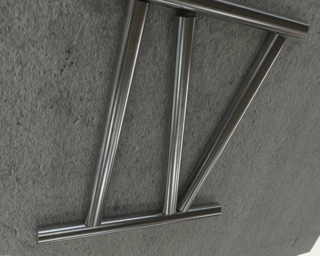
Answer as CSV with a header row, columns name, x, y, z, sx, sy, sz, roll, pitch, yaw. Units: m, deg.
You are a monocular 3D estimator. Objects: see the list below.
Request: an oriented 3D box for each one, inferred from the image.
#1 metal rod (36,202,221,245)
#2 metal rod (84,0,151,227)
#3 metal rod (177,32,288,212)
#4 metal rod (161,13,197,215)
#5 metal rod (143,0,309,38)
name,x,y,z,sx,sy,sz,roll,pitch,yaw
metal rod,-0.030,0.143,0.481,0.303,0.025,0.025,1,118,-29
metal rod,-0.058,0.000,0.377,0.025,0.025,0.298,1,118,-29
metal rod,0.098,0.002,0.465,0.025,0.025,0.298,14,111,-35
metal rod,0.021,0.002,0.422,0.025,0.025,0.298,-11,123,-23
metal rod,0.065,-0.140,0.359,0.303,0.025,0.025,1,118,-29
